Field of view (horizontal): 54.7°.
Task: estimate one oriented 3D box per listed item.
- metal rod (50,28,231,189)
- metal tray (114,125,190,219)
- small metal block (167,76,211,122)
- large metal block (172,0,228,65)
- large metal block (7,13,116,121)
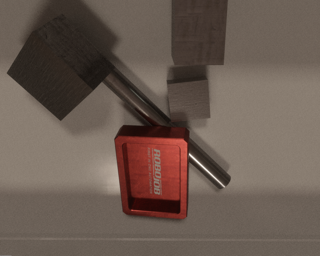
[{"bbox_3d":[-0.016,-0.022,0.403,0.300,0.025,0.025,43,104,-15],"label":"metal rod"},{"bbox_3d":[-0.007,0.061,0.414,0.090,0.030,0.129,2,119,8],"label":"metal tray"},{"bbox_3d":[0.037,-0.037,0.398,0.050,0.025,0.050,-6,110,2],"label":"small metal block"},{"bbox_3d":[0.040,-0.115,0.340,0.050,0.080,0.079,0,110,0],"label":"large metal block"},{"bbox_3d":[-0.113,-0.066,0.354,0.080,0.050,0.080,45,134,-15],"label":"large metal block"}]
